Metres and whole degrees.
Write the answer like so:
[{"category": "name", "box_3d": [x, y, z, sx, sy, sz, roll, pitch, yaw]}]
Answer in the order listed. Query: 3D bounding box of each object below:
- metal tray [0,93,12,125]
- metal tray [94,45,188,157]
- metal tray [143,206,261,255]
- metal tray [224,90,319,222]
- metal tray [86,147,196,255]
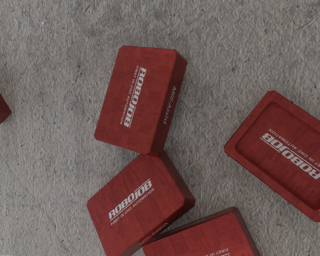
[{"category": "metal tray", "box_3d": [-0.300, -0.049, 0.459, 0.030, 0.130, 0.090, -40, 78, 16]}, {"category": "metal tray", "box_3d": [-0.026, -0.036, 0.396, 0.090, 0.030, 0.129, 14, 86, 31]}, {"category": "metal tray", "box_3d": [0.054, 0.164, 0.387, 0.130, 0.030, 0.090, -27, 81, 18]}, {"category": "metal tray", "box_3d": [0.152, 0.029, 0.352, 0.130, 0.030, 0.090, 39, 102, 15]}, {"category": "metal tray", "box_3d": [-0.029, 0.097, 0.401, 0.130, 0.030, 0.090, -42, 57, 15]}]
